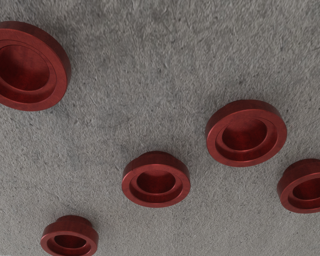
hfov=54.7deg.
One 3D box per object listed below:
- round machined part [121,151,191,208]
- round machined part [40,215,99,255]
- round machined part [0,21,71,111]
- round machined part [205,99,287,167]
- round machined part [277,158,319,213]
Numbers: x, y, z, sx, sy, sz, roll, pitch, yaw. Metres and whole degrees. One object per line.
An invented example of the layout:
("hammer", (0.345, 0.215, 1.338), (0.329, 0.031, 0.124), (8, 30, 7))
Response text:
("round machined part", (-0.006, 0.072, 0.457), (0.099, 0.042, 0.097), (0, 130, 0))
("round machined part", (-0.160, 0.194, 0.560), (0.099, 0.042, 0.097), (0, 130, 0))
("round machined part", (-0.146, -0.069, 0.336), (0.099, 0.042, 0.097), (0, 130, 0))
("round machined part", (0.107, 0.003, 0.399), (0.099, 0.042, 0.097), (0, 130, 0))
("round machined part", (0.227, 0.084, 0.469), (0.099, 0.042, 0.097), (0, 130, 0))
